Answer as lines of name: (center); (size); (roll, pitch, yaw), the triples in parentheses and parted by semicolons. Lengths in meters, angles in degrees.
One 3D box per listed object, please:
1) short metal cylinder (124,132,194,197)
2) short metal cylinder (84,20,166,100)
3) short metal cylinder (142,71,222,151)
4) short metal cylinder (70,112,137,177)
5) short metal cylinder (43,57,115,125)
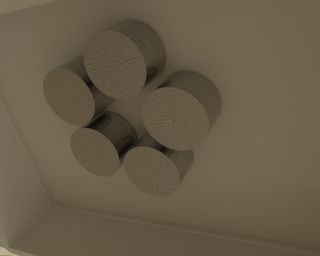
short metal cylinder: (-0.001, 0.046, 0.419); (0.080, 0.050, 0.079); (13, 124, 21)
short metal cylinder: (-0.041, -0.080, 0.362); (0.080, 0.050, 0.079); (13, 124, 21)
short metal cylinder: (0.026, -0.020, 0.364); (0.080, 0.050, 0.079); (13, 124, 21)
short metal cylinder: (-0.080, 0.023, 0.446); (0.080, 0.050, 0.079); (13, 124, 21)
short metal cylinder: (-0.107, -0.050, 0.415); (0.080, 0.050, 0.079); (13, 124, 21)
